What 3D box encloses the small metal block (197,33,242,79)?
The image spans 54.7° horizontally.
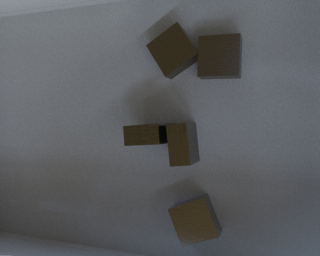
[{"bbox_3d":[0.074,-0.088,0.384,0.050,0.025,0.050,2,91,19],"label":"small metal block"}]

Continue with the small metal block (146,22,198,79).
[{"bbox_3d":[0.019,-0.100,0.404,0.050,0.025,0.050,-33,79,17],"label":"small metal block"}]

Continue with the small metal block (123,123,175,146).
[{"bbox_3d":[-0.011,0.008,0.398,0.050,0.050,0.025,-4,89,28],"label":"small metal block"}]

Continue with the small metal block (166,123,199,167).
[{"bbox_3d":[0.030,0.020,0.387,0.025,0.050,0.050,-6,88,20],"label":"small metal block"}]

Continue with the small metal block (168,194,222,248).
[{"bbox_3d":[0.045,0.117,0.395,0.050,0.025,0.050,-23,83,18],"label":"small metal block"}]
